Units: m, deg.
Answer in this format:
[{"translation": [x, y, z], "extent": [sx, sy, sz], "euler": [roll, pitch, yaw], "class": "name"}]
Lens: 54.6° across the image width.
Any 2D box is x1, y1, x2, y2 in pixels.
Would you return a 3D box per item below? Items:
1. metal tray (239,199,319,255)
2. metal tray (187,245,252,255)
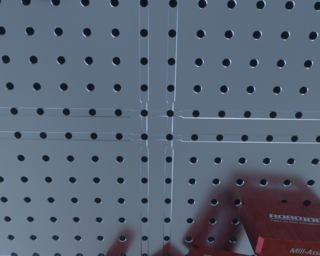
[{"translation": [0.187, 0.140, 0.431], "extent": [0.131, 0.090, 0.030], "euler": [6, 109, -2], "class": "metal tray"}, {"translation": [0.106, 0.215, 0.446], "extent": [0.090, 0.130, 0.030], "euler": [46, 59, -15], "class": "metal tray"}]
